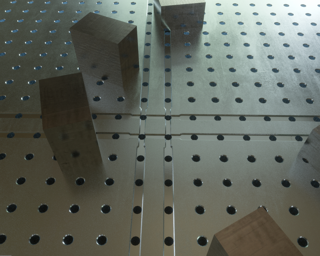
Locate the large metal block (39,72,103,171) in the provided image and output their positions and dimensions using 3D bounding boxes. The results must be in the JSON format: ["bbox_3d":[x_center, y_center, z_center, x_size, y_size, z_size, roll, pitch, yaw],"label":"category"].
[{"bbox_3d":[-0.108,-0.008,0.377,0.050,0.080,0.080,-13,52,-11],"label":"large metal block"}]

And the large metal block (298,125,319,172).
[{"bbox_3d":[0.233,0.026,0.373,0.081,0.050,0.080,-28,56,-22],"label":"large metal block"}]

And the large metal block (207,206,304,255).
[{"bbox_3d":[0.085,0.128,0.265,0.050,0.080,0.080,-23,54,-19],"label":"large metal block"}]

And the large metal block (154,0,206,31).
[{"bbox_3d":[0.034,-0.231,0.586,0.081,0.050,0.080,-8,51,-7],"label":"large metal block"}]

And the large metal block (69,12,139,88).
[{"bbox_3d":[-0.081,-0.118,0.470,0.080,0.080,0.050,21,53,17],"label":"large metal block"}]
